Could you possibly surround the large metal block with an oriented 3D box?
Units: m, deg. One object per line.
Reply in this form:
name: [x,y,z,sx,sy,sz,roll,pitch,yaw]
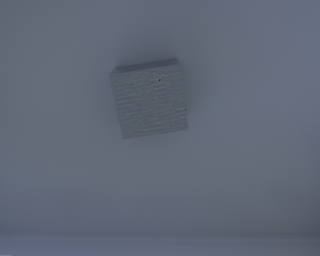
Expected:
large metal block: [-0.011,-0.037,0.384,0.080,0.050,0.079,-8,110,2]
